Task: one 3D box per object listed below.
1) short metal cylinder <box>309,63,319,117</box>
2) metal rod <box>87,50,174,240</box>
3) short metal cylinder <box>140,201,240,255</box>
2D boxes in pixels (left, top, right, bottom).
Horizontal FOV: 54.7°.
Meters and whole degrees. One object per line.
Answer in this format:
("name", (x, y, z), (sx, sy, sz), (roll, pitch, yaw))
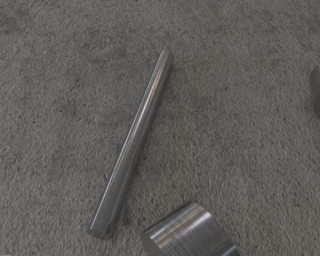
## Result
("short metal cylinder", (0.245, -0.051, 0.412), (0.080, 0.080, 0.050), (8, 51, 6))
("metal rod", (-0.025, -0.004, 0.406), (0.025, 0.025, 0.300), (11, 51, 9))
("short metal cylinder", (0.026, 0.112, 0.273), (0.050, 0.080, 0.080), (-30, 56, -23))
